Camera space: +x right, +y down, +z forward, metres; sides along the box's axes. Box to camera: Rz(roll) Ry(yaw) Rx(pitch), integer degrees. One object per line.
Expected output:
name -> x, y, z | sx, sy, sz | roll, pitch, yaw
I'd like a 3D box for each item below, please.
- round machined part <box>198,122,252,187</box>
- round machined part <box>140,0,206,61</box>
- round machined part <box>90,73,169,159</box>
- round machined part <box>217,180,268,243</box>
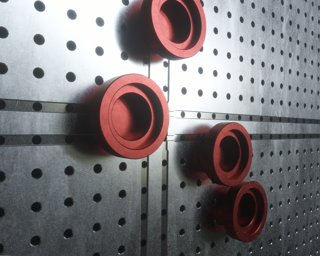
round machined part -> 0.098, 0.040, 0.483 | 0.099, 0.042, 0.097 | 0, 90, -40
round machined part -> 0.013, -0.138, 0.411 | 0.099, 0.042, 0.097 | 0, 90, -40
round machined part -> -0.039, -0.013, 0.367 | 0.099, 0.042, 0.097 | 0, 90, -40
round machined part -> 0.133, 0.134, 0.513 | 0.099, 0.042, 0.097 | 0, 90, -40
